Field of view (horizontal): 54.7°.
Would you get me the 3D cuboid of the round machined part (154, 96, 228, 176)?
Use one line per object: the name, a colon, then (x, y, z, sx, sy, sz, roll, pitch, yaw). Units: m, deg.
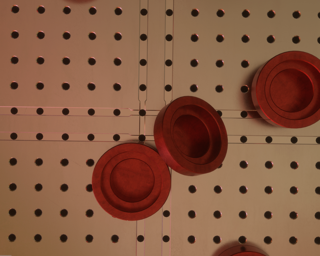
round machined part: (0.034, 0.012, 0.390, 0.099, 0.042, 0.098, 11, 68, -29)

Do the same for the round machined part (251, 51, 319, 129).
round machined part: (0.169, -0.048, 0.407, 0.099, 0.042, 0.097, 0, 90, -1)

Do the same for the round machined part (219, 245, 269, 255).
round machined part: (0.116, 0.211, 0.407, 0.099, 0.042, 0.097, 0, 90, -1)

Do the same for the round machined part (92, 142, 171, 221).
round machined part: (-0.035, 0.067, 0.404, 0.099, 0.042, 0.097, 0, 90, 0)
